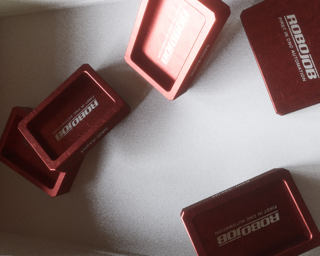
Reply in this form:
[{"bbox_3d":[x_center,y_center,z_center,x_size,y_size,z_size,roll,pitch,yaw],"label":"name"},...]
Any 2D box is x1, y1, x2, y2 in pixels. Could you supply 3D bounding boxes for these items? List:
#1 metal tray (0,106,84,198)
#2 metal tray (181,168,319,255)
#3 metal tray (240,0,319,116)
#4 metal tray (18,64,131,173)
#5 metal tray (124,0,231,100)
[{"bbox_3d":[-0.182,0.034,0.471,0.130,0.030,0.090,28,99,17],"label":"metal tray"},{"bbox_3d":[0.099,0.111,0.349,0.131,0.030,0.090,-23,82,-2],"label":"metal tray"},{"bbox_3d":[0.157,-0.088,0.352,0.090,0.030,0.129,-20,83,18],"label":"metal tray"},{"bbox_3d":[-0.117,-0.014,0.426,0.130,0.030,0.090,-44,71,-3],"label":"metal tray"},{"bbox_3d":[0.013,-0.106,0.364,0.090,0.030,0.129,43,139,13],"label":"metal tray"}]
